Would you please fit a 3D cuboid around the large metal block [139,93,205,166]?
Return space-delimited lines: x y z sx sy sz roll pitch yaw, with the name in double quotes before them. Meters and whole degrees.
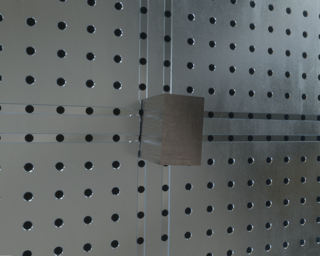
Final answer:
"large metal block" 0.012 0.002 0.388 0.050 0.080 0.079 4 89 -20
